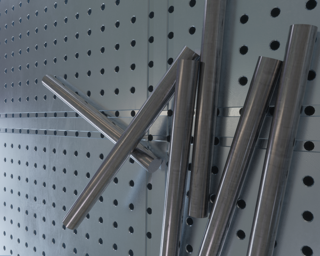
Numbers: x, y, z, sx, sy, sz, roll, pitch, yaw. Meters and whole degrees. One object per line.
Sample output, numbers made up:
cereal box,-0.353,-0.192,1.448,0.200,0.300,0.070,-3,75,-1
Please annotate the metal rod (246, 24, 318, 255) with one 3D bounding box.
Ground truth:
metal rod,0.116,0.050,0.314,0.025,0.025,0.298,14,99,39

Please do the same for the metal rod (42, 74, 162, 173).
metal rod,-0.109,-0.020,0.500,0.300,0.025,0.025,34,111,34

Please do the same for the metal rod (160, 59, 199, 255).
metal rod,0.020,0.069,0.380,0.025,0.025,0.298,13,102,39

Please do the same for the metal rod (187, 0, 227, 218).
metal rod,0.056,-0.045,0.363,0.025,0.025,0.298,7,95,40

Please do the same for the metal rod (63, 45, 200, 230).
metal rod,-0.045,0.023,0.415,0.025,0.025,0.299,45,107,30

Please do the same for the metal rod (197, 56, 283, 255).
metal rod,0.077,0.071,0.346,0.025,0.025,0.298,24,105,37
